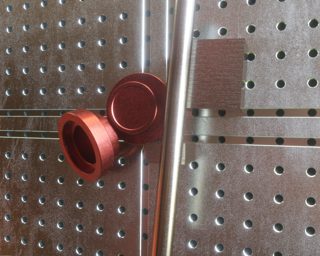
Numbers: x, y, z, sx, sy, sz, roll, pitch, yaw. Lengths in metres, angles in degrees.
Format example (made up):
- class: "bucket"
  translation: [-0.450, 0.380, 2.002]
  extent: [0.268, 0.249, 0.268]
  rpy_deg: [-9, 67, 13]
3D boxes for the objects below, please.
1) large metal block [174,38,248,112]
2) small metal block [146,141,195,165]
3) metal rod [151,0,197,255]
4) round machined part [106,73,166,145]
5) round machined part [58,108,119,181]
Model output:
- class: "large metal block"
  translation: [0.062, -0.062, 0.377]
  extent: [0.080, 0.050, 0.079]
  rpy_deg: [4, 91, 20]
- class: "small metal block"
  translation: [0.015, 0.030, 0.394]
  extent: [0.050, 0.050, 0.025]
  rpy_deg: [1, 91, 20]
- class: "metal rod"
  translation: [0.016, -0.002, 0.353]
  extent: [0.025, 0.025, 0.298]
  rpy_deg: [6, 92, 20]
- class: "round machined part"
  translation: [-0.029, -0.026, 0.414]
  extent: [0.098, 0.042, 0.097]
  rpy_deg: [0, 90, 20]
- class: "round machined part"
  translation: [-0.093, 0.019, 0.421]
  extent: [0.098, 0.042, 0.097]
  rpy_deg: [23, 124, 38]
